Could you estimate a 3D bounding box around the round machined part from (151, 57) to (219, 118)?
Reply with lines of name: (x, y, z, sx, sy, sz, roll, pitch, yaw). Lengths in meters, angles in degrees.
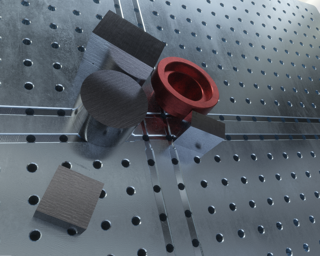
round machined part: (0.031, -0.052, 0.442, 0.099, 0.042, 0.098, 18, 45, -19)

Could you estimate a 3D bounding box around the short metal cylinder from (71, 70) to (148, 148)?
short metal cylinder: (-0.061, -0.023, 0.374, 0.081, 0.050, 0.080, 14, 56, -21)

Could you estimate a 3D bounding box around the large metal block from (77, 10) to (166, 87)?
large metal block: (-0.051, -0.088, 0.400, 0.080, 0.080, 0.050, 29, 52, -10)

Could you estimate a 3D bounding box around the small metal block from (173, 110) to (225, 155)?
small metal block: (0.052, 0.007, 0.417, 0.050, 0.050, 0.025, 21, 54, -17)

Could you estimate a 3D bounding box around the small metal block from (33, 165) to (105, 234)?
small metal block: (-0.092, 0.073, 0.315, 0.050, 0.025, 0.050, 26, 52, -12)
